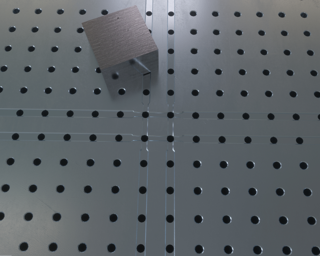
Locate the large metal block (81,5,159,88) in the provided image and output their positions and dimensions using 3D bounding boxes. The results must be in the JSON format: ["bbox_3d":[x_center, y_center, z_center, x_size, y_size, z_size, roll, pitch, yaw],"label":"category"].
[{"bbox_3d":[-0.055,-0.116,0.441,0.080,0.050,0.080,-22,72,-8],"label":"large metal block"}]
